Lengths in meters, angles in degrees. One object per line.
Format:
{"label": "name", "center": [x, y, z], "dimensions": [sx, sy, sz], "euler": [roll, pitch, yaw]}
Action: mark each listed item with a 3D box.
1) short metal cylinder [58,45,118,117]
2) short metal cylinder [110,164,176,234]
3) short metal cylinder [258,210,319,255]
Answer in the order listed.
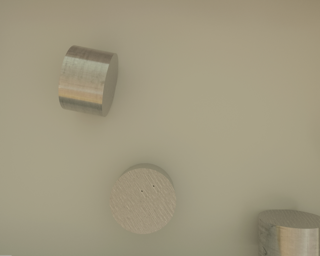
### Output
{"label": "short metal cylinder", "center": [-0.086, -0.057, 0.383], "dimensions": [0.050, 0.080, 0.080], "euler": [11, 90, 0]}
{"label": "short metal cylinder", "center": [-0.021, 0.088, 0.399], "dimensions": [0.081, 0.050, 0.080], "euler": [0, 90, 0]}
{"label": "short metal cylinder", "center": [0.164, 0.137, 0.385], "dimensions": [0.081, 0.080, 0.050], "euler": [0, 90, 0]}
